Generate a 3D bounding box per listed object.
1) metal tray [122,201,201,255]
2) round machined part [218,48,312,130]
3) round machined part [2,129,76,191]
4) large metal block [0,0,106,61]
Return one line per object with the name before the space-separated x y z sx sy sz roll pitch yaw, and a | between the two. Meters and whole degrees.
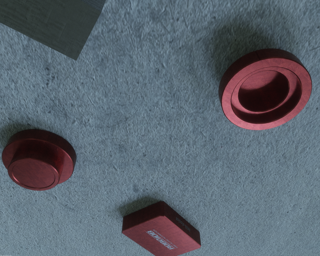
metal tray | 0.005 0.192 0.567 0.090 0.030 0.130 -28 125 21
round machined part | 0.117 -0.048 0.357 0.099 0.042 0.097 -1 130 0
round machined part | -0.172 0.052 0.437 0.099 0.042 0.097 -1 130 0
large metal block | -0.093 -0.116 0.271 0.080 0.080 0.050 25 125 -20
